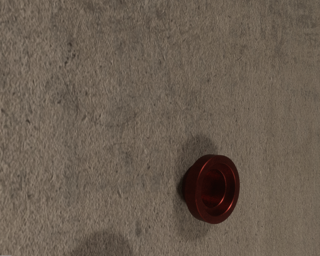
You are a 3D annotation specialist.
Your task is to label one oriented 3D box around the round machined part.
[{"bbox_3d":[0.071,0.087,0.456,0.099,0.042,0.097,0,90,-40],"label":"round machined part"}]
